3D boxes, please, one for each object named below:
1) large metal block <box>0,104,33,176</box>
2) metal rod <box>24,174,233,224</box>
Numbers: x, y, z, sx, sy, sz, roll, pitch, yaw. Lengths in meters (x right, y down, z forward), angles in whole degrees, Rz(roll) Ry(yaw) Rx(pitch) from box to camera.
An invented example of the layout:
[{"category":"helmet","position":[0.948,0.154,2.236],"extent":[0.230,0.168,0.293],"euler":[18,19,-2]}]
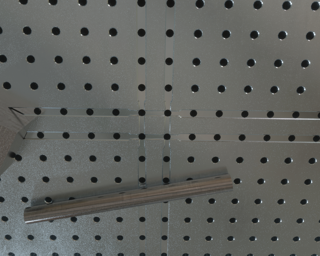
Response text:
[{"category":"large metal block","position":[-0.228,0.011,0.401],"extent":[0.080,0.050,0.080],"euler":[29,107,-11]},{"category":"metal rod","position":[-0.047,0.104,0.450],"extent":[0.302,0.025,0.025],"euler":[-10,110,3]}]
